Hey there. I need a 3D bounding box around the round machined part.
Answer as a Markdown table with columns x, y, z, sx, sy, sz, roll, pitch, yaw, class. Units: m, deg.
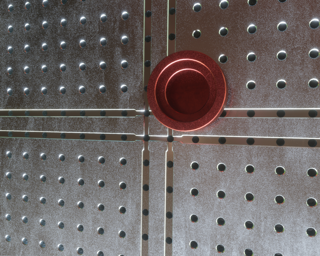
| x | y | z | sx | sy | sz | roll | pitch | yaw | class |
| --- | --- | --- | --- | --- | --- | --- | --- | --- | --- |
| 0.037 | -0.045 | 0.391 | 0.098 | 0.042 | 0.097 | 0 | 90 | 20 | round machined part |
